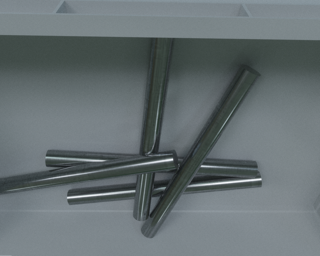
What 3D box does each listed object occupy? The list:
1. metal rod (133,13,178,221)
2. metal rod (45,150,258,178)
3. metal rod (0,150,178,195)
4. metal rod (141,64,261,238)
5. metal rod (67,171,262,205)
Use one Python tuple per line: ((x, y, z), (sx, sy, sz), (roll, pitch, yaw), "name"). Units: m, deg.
((-0.012, 0.011, 0.393), (0.025, 0.025, 0.298), (5, 124, -5), "metal rod")
((-0.009, 0.052, 0.452), (0.302, 0.025, 0.025), (3, 130, -4), "metal rod")
((-0.123, 0.066, 0.428), (0.301, 0.025, 0.025), (-11, 130, 15), "metal rod")
((0.043, 0.050, 0.424), (0.025, 0.025, 0.298), (19, 120, -16), "metal rod")
((0.004, 0.095, 0.488), (0.302, 0.025, 0.025), (-6, 130, 5), "metal rod")
